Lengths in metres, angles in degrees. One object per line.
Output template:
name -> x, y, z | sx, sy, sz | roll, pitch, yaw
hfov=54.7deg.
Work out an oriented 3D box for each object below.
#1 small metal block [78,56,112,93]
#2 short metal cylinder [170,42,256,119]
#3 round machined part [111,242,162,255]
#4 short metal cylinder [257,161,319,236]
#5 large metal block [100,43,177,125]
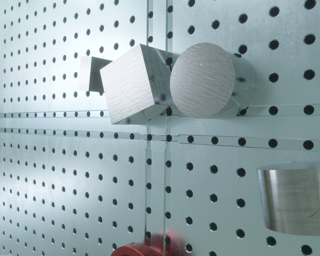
small metal block -> -0.093, -0.080, 0.470 | 0.025, 0.050, 0.050 | 11, 97, 39
short metal cylinder -> 0.058, -0.050, 0.345 | 0.080, 0.050, 0.079 | 0, 90, 40
round machined part -> -0.024, 0.204, 0.418 | 0.098, 0.042, 0.097 | 0, 90, 40
short metal cylinder -> 0.128, 0.056, 0.268 | 0.080, 0.081, 0.050 | -10, 84, 39
large metal block -> -0.029, -0.054, 0.417 | 0.080, 0.050, 0.080 | -22, 76, 38
